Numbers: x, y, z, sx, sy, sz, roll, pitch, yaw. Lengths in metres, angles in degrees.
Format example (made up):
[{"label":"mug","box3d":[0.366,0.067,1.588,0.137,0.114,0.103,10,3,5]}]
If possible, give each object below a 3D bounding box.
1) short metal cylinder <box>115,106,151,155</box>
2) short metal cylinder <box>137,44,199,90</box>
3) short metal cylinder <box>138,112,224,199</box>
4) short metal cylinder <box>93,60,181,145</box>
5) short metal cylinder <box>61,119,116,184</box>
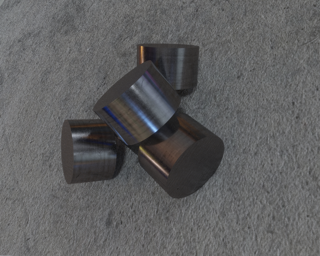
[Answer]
[{"label":"short metal cylinder","box3d":[-0.018,-0.007,0.403,0.080,0.050,0.080,-13,56,20]},{"label":"short metal cylinder","box3d":[0.010,-0.083,0.408,0.080,0.081,0.050,15,113,34]},{"label":"short metal cylinder","box3d":[0.023,0.030,0.339,0.080,0.080,0.050,-47,51,-4]},{"label":"short metal cylinder","box3d":[-0.025,-0.027,0.333,0.080,0.050,0.080,-35,21,16]},{"label":"short metal cylinder","box3d":[-0.093,0.029,0.394,0.080,0.050,0.079,7,97,62]}]
